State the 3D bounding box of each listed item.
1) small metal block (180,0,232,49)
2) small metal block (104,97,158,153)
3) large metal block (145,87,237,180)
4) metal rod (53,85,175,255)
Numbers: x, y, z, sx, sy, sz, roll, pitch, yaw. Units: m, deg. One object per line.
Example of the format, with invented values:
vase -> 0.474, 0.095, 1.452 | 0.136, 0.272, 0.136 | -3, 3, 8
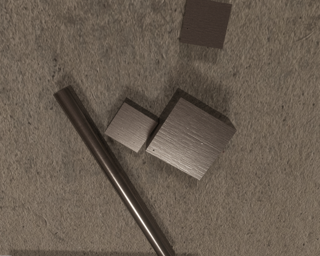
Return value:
small metal block -> 0.052, -0.123, 0.365 | 0.050, 0.025, 0.050 | 8, 110, -4
small metal block -> -0.037, -0.004, 0.408 | 0.050, 0.025, 0.050 | 32, 107, -12
large metal block -> 0.037, 0.007, 0.400 | 0.080, 0.050, 0.080 | 30, 107, -11
metal rod -> -0.055, 0.076, 0.437 | 0.025, 0.025, 0.299 | -26, 109, 9
